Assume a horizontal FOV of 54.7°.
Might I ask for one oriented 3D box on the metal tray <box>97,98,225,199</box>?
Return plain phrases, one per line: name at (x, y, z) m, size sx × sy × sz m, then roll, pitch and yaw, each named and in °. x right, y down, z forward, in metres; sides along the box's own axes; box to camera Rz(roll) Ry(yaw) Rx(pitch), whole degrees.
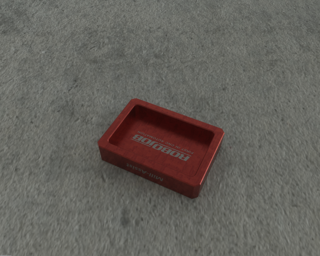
metal tray at (0.002, 0.020, 0.382) m, size 0.130 × 0.030 × 0.090 m, roll 21°, pitch 53°, yaw 16°
